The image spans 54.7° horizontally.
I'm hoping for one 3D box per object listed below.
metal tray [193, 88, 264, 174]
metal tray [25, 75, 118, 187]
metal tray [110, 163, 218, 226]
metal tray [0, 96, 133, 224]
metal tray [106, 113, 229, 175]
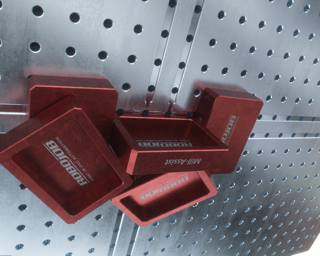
[{"bbox_3d":[0.090,0.009,0.463,0.091,0.030,0.129,3,117,-30],"label":"metal tray"},{"bbox_3d":[-0.105,0.007,0.356,0.091,0.030,0.129,-1,120,-28],"label":"metal tray"},{"bbox_3d":[0.006,0.086,0.442,0.130,0.030,0.090,-26,131,10],"label":"metal tray"},{"bbox_3d":[-0.098,0.040,0.339,0.090,0.030,0.130,-33,130,-7],"label":"metal tray"},{"bbox_3d":[0.008,0.017,0.384,0.131,0.090,0.030,1,118,-30],"label":"metal tray"}]
